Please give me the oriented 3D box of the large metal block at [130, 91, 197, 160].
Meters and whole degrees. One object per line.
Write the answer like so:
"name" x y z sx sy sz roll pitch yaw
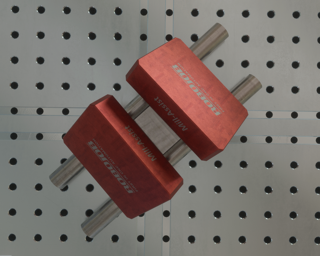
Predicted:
"large metal block" 0.001 -0.002 0.385 0.080 0.080 0.050 -42 91 0

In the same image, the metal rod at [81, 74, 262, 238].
"metal rod" 0.016 0.037 0.414 0.300 0.025 0.025 -42 91 -1

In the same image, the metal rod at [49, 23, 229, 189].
"metal rod" -0.027 -0.030 0.413 0.300 0.025 0.025 -43 91 -1

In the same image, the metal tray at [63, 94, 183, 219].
"metal tray" -0.046 0.037 0.359 0.130 0.030 0.090 50 133 -1

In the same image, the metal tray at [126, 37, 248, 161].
"metal tray" 0.035 -0.037 0.359 0.130 0.030 0.090 47 46 0
